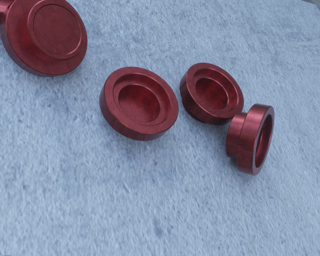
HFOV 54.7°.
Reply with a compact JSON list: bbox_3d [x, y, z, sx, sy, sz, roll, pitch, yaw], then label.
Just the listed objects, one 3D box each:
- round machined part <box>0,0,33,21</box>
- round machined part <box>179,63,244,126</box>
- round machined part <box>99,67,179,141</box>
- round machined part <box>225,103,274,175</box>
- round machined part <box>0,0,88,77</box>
[{"bbox_3d":[-0.197,-0.164,0.387,0.099,0.042,0.098,14,56,-21],"label":"round machined part"},{"bbox_3d":[0.072,-0.046,0.462,0.099,0.042,0.098,14,56,-21],"label":"round machined part"},{"bbox_3d":[-0.029,-0.027,0.395,0.099,0.042,0.098,14,56,-21],"label":"round machined part"},{"bbox_3d":[0.124,0.013,0.431,0.042,0.097,0.098,14,43,30],"label":"round machined part"},{"bbox_3d":[-0.128,-0.111,0.364,0.099,0.042,0.097,0,91,-43],"label":"round machined part"}]
